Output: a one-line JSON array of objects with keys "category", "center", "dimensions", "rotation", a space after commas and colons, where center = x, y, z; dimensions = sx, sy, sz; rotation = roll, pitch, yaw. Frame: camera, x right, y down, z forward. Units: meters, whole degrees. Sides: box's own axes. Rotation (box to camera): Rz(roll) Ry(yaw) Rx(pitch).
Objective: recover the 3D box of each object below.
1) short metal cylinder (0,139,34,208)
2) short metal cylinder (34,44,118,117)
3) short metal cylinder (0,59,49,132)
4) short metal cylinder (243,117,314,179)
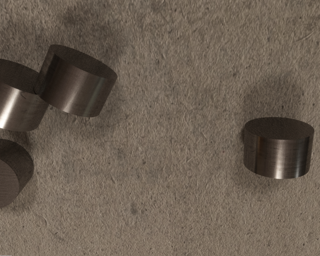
[{"category": "short metal cylinder", "center": [-0.220, 0.061, 0.416], "dimensions": [0.081, 0.050, 0.079], "rotation": [0, 110, -1]}, {"category": "short metal cylinder", "center": [-0.097, -0.055, 0.359], "dimensions": [0.080, 0.080, 0.050], "rotation": [26, 108, -10]}, {"category": "short metal cylinder", "center": [-0.172, -0.039, 0.364], "dimensions": [0.080, 0.080, 0.050], "rotation": [29, 108, -11]}, {"category": "short metal cylinder", "center": [0.148, 0.022, 0.391], "dimensions": [0.081, 0.080, 0.050], "rotation": [-3, 110, 1]}]
